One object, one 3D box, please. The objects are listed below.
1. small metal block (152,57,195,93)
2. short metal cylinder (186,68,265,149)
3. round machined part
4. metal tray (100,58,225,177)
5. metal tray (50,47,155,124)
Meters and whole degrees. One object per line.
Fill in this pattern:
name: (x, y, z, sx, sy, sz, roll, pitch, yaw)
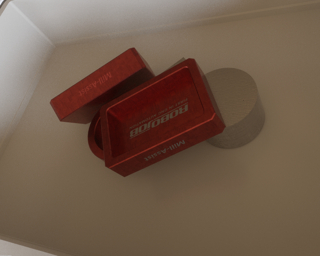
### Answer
small metal block: (0.025, -0.056, 0.407, 0.050, 0.050, 0.025, -36, 51, 2)
short metal cylinder: (0.076, -0.023, 0.360, 0.080, 0.050, 0.080, -13, 56, 20)
round machined part: (-0.043, 0.006, 0.412, 0.098, 0.042, 0.098, -13, 56, 20)
metal tray: (-0.004, -0.011, 0.347, 0.130, 0.030, 0.090, -26, 52, 17)
metal tray: (-0.073, -0.053, 0.429, 0.130, 0.090, 0.030, -32, 84, 7)
